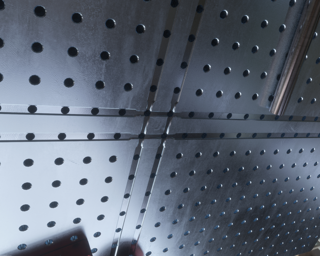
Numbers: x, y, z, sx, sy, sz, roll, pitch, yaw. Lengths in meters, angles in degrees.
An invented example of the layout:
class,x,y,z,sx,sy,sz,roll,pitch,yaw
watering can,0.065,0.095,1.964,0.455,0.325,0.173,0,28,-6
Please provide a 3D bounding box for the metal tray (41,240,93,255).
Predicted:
class,x,y,z,sx,sy,sz,roll,pitch,yaw
metal tray,-0.162,0.228,0.460,0.131,0.030,0.089,-15,125,-20

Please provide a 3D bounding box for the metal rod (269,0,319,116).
class,x,y,z,sx,sy,sz,roll,pitch,yaw
metal rod,0.209,-0.156,0.428,0.025,0.025,0.298,-5,121,-26
